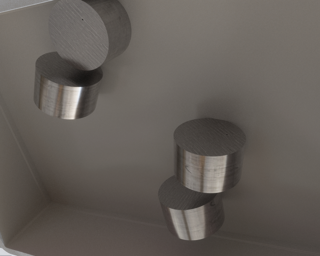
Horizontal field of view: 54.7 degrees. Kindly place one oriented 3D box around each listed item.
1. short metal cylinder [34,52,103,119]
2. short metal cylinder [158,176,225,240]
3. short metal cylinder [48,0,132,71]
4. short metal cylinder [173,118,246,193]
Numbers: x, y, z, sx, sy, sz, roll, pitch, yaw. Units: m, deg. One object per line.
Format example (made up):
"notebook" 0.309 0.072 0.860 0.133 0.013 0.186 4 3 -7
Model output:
"short metal cylinder" -0.118 -0.056 0.399 0.080 0.080 0.050 29 128 9
"short metal cylinder" 0.042 0.100 0.412 0.080 0.080 0.050 0 119 28
"short metal cylinder" -0.081 -0.114 0.363 0.080 0.050 0.079 13 124 20
"short metal cylinder" 0.056 0.030 0.361 0.080 0.080 0.050 12 123 21
